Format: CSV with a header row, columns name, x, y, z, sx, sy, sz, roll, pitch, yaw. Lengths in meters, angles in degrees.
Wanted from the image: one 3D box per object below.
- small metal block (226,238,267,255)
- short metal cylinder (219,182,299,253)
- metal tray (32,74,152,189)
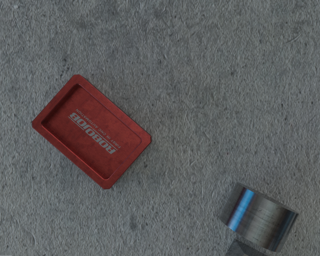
name,x,y,z,sx,sy,sz,roll,pitch,yaw
small metal block,0.118,0.174,0.398,0.050,0.050,0.025,28,90,0
short metal cylinder,0.121,0.108,0.383,0.080,0.080,0.050,26,90,0
metal tray,-0.086,0.005,0.406,0.130,0.030,0.090,41,90,0
